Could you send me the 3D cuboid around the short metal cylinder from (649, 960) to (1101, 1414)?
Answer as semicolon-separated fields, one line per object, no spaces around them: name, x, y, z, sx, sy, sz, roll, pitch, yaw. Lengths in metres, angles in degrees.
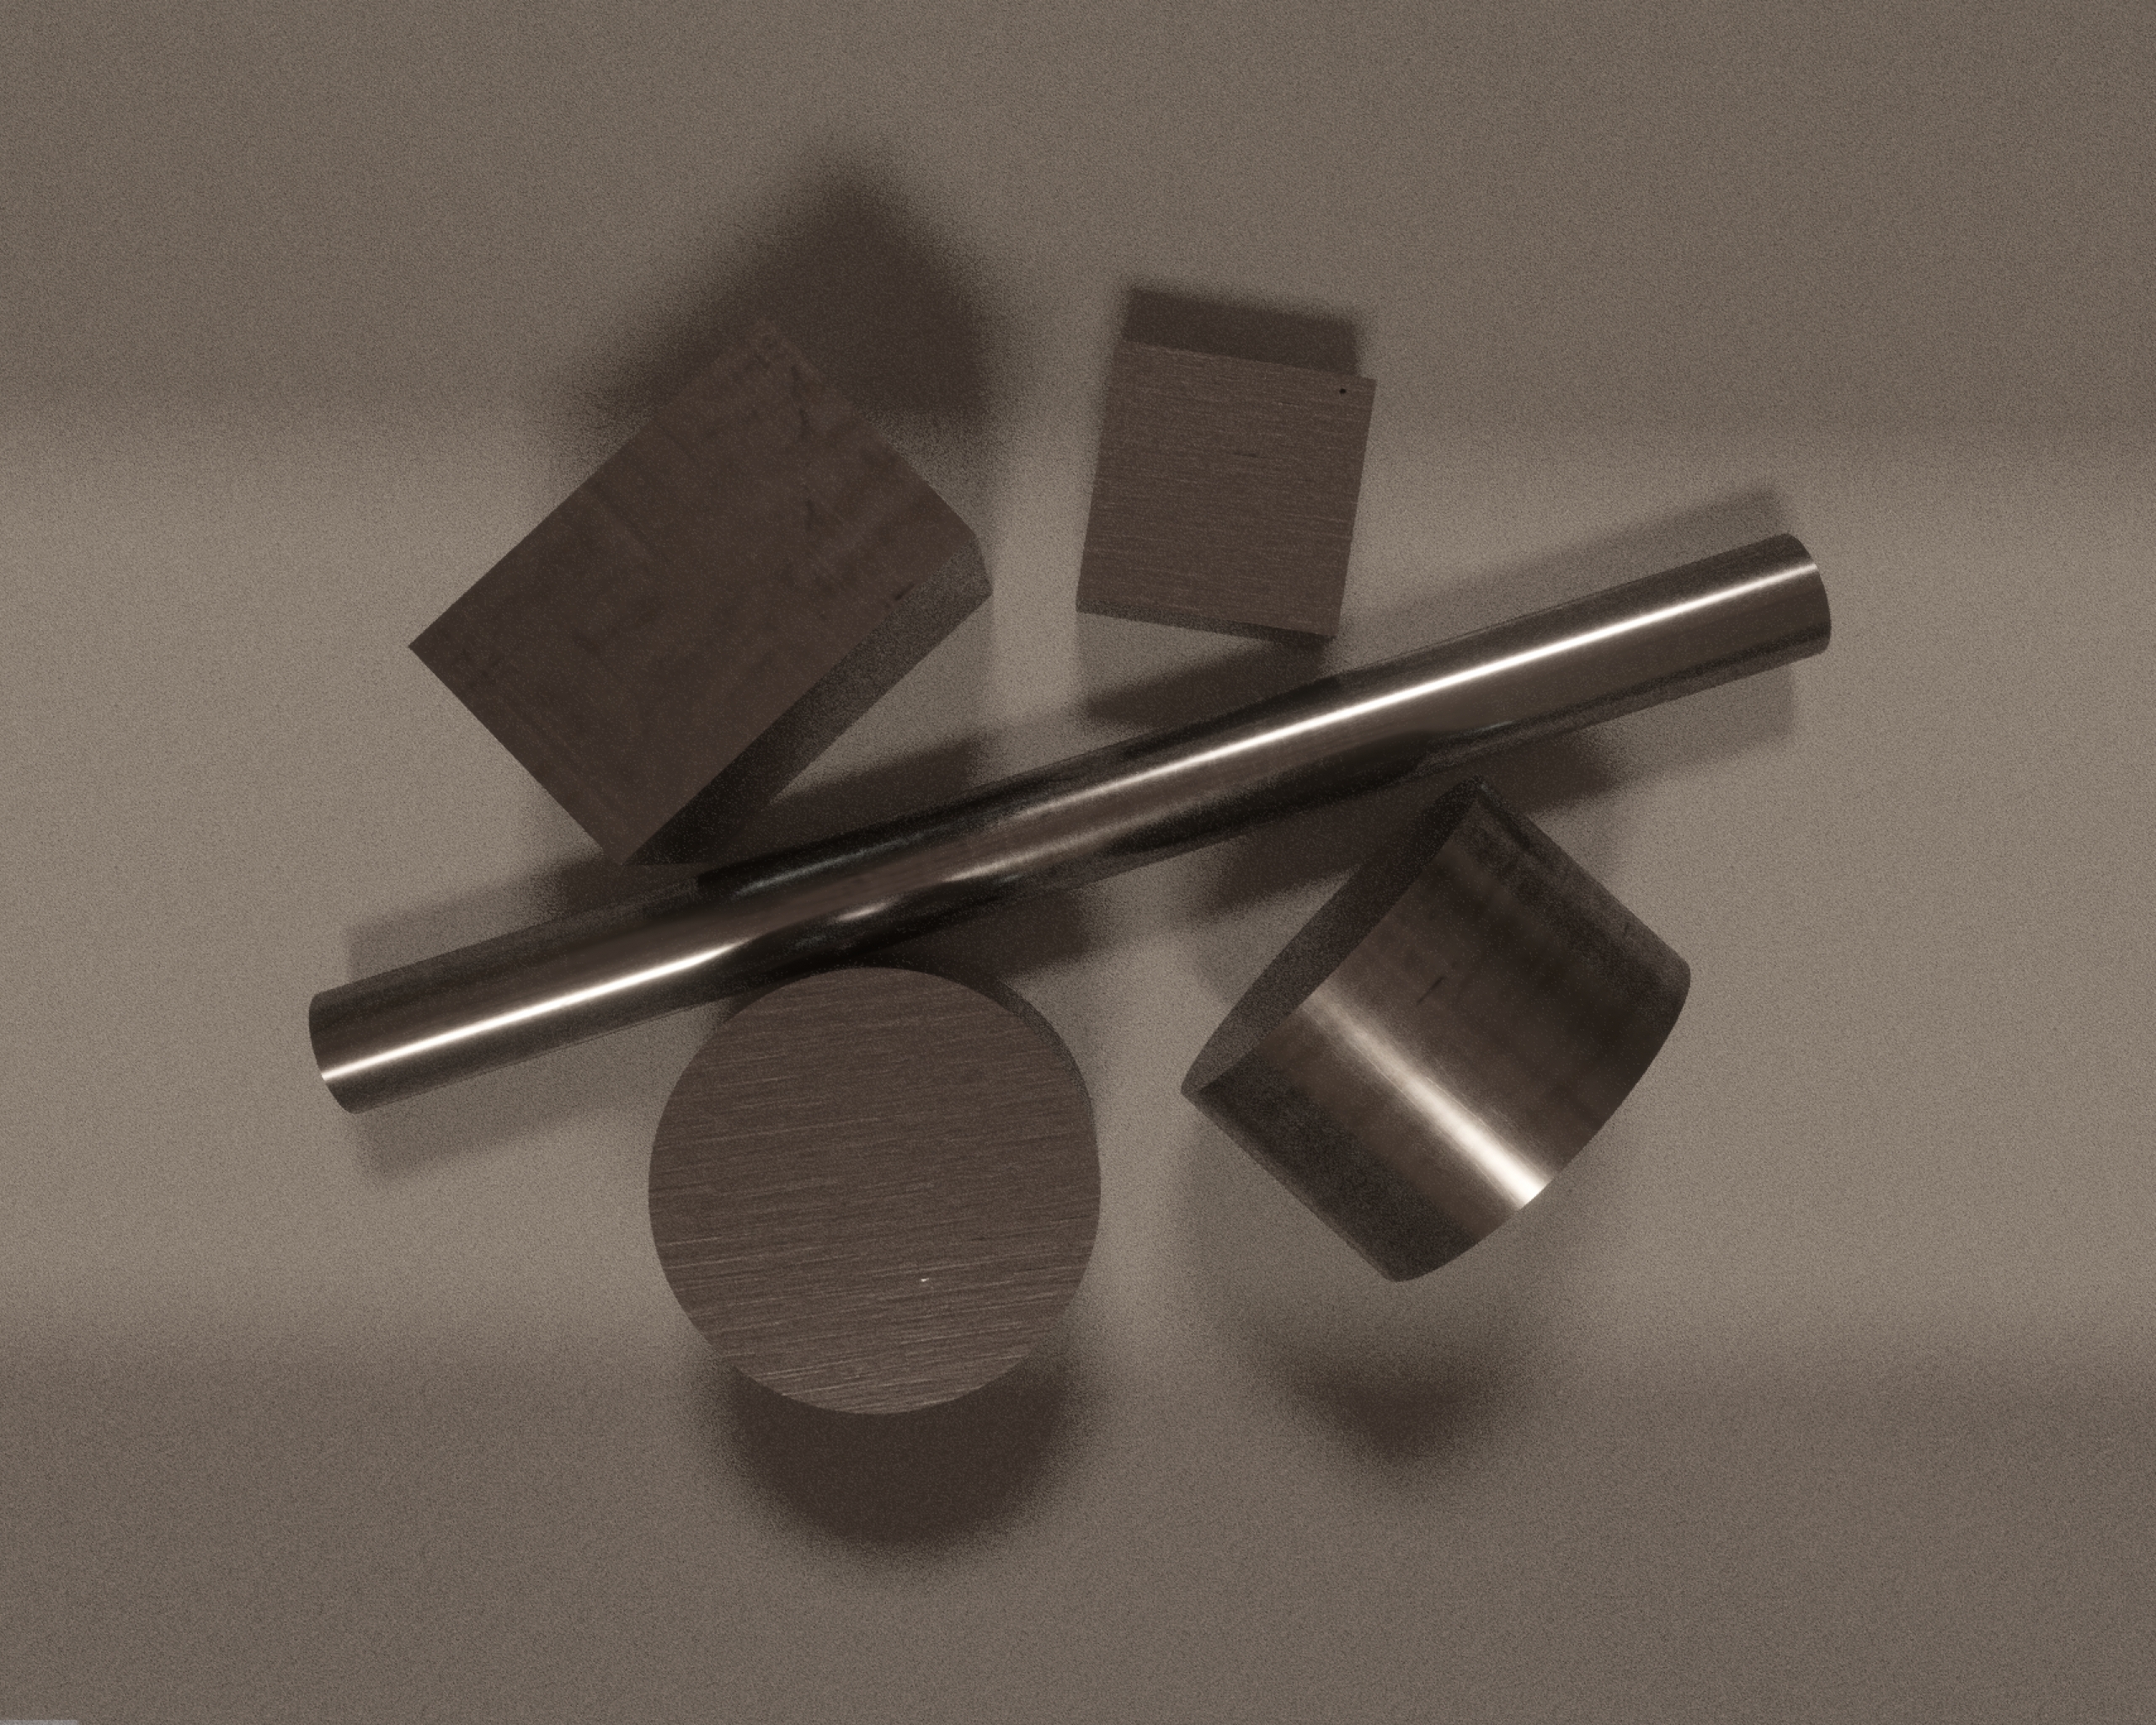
short metal cylinder;-0.036;0.058;0.396;0.081;0.050;0.079;0;90;-1

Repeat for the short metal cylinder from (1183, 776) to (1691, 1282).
short metal cylinder;0.065;0.030;0.384;0.050;0.080;0.080;43;90;-1

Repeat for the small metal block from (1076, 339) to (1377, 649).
small metal block;0.028;-0.072;0.410;0.050;0.025;0.050;9;90;-1

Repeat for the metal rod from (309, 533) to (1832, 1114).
metal rod;-0.001;-0.008;0.410;0.302;0.025;0.025;-17;90;-1

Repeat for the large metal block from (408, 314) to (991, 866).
large metal block;-0.063;-0.045;0.382;0.080;0.080;0.050;-43;91;0
